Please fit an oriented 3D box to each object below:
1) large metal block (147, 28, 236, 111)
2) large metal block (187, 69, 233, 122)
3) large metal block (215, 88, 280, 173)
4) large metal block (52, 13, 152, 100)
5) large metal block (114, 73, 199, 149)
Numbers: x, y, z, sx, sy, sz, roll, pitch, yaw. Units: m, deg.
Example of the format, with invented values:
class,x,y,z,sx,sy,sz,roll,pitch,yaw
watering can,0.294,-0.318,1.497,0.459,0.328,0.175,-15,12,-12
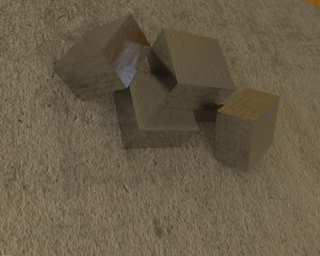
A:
class,x,y,z,sx,sy,sz,roll,pitch,yaw
large metal block,0.037,-0.070,0.387,0.081,0.050,0.080,2,61,-28
large metal block,0.053,-0.056,0.454,0.081,0.050,0.080,0,62,-29
large metal block,0.120,0.001,0.428,0.050,0.079,0.081,22,41,34
large metal block,-0.068,-0.086,0.378,0.050,0.080,0.080,55,43,-33
large metal block,-0.007,-0.021,0.397,0.081,0.050,0.080,0,62,-29
